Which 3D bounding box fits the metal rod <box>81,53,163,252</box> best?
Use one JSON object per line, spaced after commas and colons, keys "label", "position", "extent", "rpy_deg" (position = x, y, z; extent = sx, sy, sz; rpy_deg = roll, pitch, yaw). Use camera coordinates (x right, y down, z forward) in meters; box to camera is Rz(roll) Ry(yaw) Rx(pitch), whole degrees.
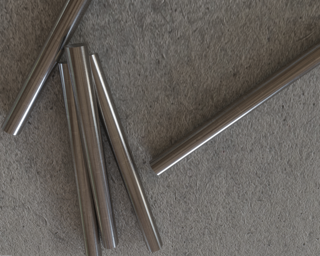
{"label": "metal rod", "position": [-0.048, 0.047, 0.426], "extent": [0.025, 0.025, 0.298], "rpy_deg": [-15, 110, 5]}

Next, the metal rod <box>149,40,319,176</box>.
{"label": "metal rod", "position": [0.111, -0.031, 0.399], "extent": [0.300, 0.025, 0.025], "rpy_deg": [-36, 107, 12]}

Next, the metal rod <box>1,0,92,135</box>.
{"label": "metal rod", "position": [-0.114, -0.116, 0.365], "extent": [0.025, 0.025, 0.299], "rpy_deg": [31, 107, -11]}

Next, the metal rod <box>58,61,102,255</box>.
{"label": "metal rod", "position": [-0.107, 0.059, 0.430], "extent": [0.025, 0.025, 0.298], "rpy_deg": [-2, 110, 0]}

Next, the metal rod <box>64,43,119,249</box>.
{"label": "metal rod", "position": [-0.085, 0.042, 0.409], "extent": [0.025, 0.025, 0.298], "rpy_deg": [-3, 116, 1]}
